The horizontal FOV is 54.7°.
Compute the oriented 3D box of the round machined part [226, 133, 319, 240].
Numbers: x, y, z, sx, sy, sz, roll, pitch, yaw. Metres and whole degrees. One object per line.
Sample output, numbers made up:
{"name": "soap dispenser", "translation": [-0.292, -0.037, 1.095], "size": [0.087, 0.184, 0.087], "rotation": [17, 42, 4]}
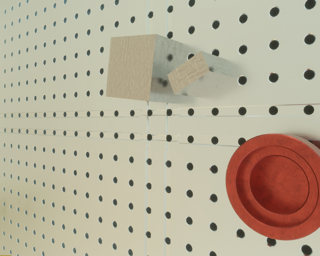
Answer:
{"name": "round machined part", "translation": [0.118, 0.054, 0.301], "size": [0.098, 0.042, 0.097], "rotation": [0, 90, 40]}

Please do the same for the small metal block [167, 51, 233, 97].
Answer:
{"name": "small metal block", "translation": [0.046, -0.060, 0.355], "size": [0.050, 0.050, 0.025], "rotation": [-30, 71, 36]}

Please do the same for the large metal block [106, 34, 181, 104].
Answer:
{"name": "large metal block", "translation": [-0.023, -0.077, 0.412], "size": [0.080, 0.050, 0.079], "rotation": [10, 96, 39]}
